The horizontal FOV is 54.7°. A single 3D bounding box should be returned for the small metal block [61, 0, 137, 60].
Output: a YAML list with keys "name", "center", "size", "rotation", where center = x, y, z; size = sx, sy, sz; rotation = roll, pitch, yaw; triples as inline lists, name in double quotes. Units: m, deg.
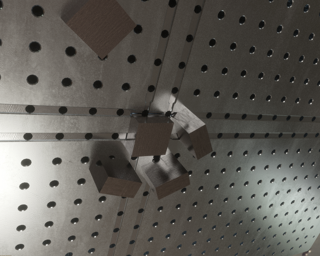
- name: "small metal block"
  center: [-0.061, -0.107, 0.313]
  size: [0.050, 0.025, 0.050]
  rotation: [-44, 130, 2]

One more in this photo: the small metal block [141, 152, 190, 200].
- name: "small metal block"
  center: [0.008, 0.068, 0.443]
  size: [0.050, 0.050, 0.025]
  rotation: [-23, 127, -15]

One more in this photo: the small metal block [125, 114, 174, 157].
- name: "small metal block"
  center: [-0.014, 0.010, 0.411]
  size: [0.050, 0.025, 0.050]
  rotation: [-1, 119, -29]

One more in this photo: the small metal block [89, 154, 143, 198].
- name: "small metal block"
  center: [-0.058, 0.063, 0.403]
  size: [0.050, 0.050, 0.025]
  rotation: [19, 108, -36]

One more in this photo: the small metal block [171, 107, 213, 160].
- name: "small metal block"
  center: [0.044, 0.007, 0.426]
  size: [0.025, 0.050, 0.050]
  rotation: [-30, 129, -10]
